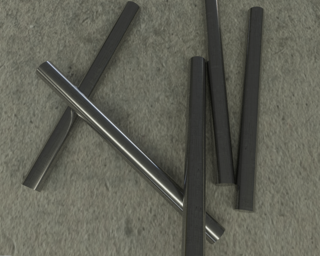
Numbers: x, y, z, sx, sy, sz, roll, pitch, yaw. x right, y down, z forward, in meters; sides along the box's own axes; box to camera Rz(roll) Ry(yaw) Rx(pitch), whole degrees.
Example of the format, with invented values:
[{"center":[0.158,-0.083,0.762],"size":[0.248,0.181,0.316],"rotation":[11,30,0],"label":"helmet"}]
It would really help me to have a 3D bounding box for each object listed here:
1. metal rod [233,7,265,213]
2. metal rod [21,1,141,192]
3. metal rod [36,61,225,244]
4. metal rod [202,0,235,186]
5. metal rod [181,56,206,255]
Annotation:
[{"center":[0.124,-0.039,0.423],"size":[0.025,0.025,0.299],"rotation":[9,70,3],"label":"metal rod"},{"center":[-0.100,-0.056,0.427],"size":[0.025,0.025,0.300],"rotation":[22,71,7],"label":"metal rod"},{"center":[-0.041,0.025,0.381],"size":[0.300,0.025,0.025],"rotation":[43,75,7],"label":"metal rod"},{"center":[0.079,-0.070,0.434],"size":[0.025,0.025,0.299],"rotation":[0,70,-1],"label":"metal rod"},{"center":[0.042,0.036,0.372],"size":[0.025,0.025,0.299],"rotation":[4,61,1],"label":"metal rod"}]
